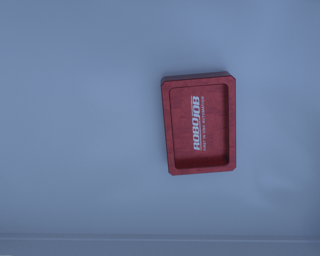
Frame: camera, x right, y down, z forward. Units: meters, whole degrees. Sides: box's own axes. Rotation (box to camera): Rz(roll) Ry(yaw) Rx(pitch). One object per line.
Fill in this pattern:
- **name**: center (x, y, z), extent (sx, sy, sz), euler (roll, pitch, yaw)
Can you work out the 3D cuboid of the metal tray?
- **metal tray**: center (0.051, -0.004, 0.407), extent (0.090, 0.030, 0.129), euler (-5, 110, 1)
